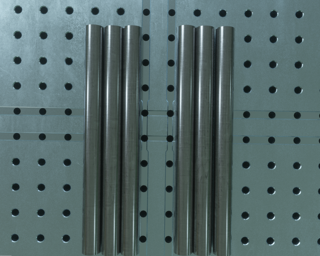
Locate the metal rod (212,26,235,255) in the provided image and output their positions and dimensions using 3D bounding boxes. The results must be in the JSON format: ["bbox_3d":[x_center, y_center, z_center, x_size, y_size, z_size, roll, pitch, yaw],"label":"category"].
[{"bbox_3d":[0.085,0.017,0.413,0.025,0.025,0.298,1,90,0],"label":"metal rod"}]

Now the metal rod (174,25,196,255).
[{"bbox_3d":[0.033,0.016,0.413,0.025,0.025,0.298,1,90,0],"label":"metal rod"}]

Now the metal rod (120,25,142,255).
[{"bbox_3d":[-0.038,0.016,0.413,0.025,0.025,0.298,1,90,0],"label":"metal rod"}]

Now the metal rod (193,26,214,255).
[{"bbox_3d":[0.058,0.017,0.413,0.025,0.025,0.298,1,90,0],"label":"metal rod"}]

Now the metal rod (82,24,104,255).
[{"bbox_3d":[-0.089,0.015,0.412,0.025,0.025,0.298,1,90,0],"label":"metal rod"}]

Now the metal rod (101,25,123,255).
[{"bbox_3d":[-0.063,0.017,0.412,0.025,0.025,0.298,1,90,0],"label":"metal rod"}]
